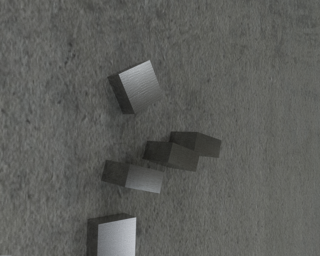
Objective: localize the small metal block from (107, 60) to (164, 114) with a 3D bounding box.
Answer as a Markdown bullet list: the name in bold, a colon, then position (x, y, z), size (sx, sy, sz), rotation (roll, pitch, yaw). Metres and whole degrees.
- **small metal block**: position (-0.029, -0.050, 0.382), size (0.050, 0.025, 0.050), rotation (-34, 111, -35)

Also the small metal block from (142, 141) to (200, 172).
- **small metal block**: position (0.015, 0.037, 0.403), size (0.050, 0.050, 0.025), rotation (23, 76, -38)

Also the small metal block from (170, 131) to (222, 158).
- **small metal block**: position (0.048, 0.023, 0.431), size (0.050, 0.050, 0.025), rotation (18, 79, -39)

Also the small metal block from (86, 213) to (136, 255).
- **small metal block**: position (-0.056, 0.130, 0.360), size (0.050, 0.025, 0.050), rotation (3, 89, -40)

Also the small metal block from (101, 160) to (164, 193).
- **small metal block**: position (-0.032, 0.057, 0.363), size (0.050, 0.050, 0.025), rotation (20, 78, -39)
